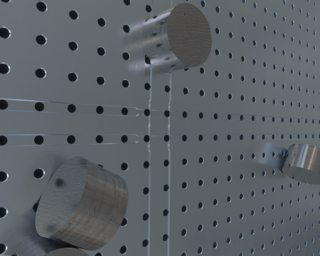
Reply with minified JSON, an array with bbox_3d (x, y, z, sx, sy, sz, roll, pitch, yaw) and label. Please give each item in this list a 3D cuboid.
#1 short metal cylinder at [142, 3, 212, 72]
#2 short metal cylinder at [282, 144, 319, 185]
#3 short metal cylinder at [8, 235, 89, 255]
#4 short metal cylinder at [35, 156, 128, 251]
[{"bbox_3d":[0.023,-0.118,0.411,0.081,0.050,0.079,0,90,-40],"label":"short metal cylinder"},{"bbox_3d":[0.292,0.073,0.617,0.080,0.080,0.050,39,66,-33],"label":"short metal cylinder"},{"bbox_3d":[-0.109,0.150,0.302,0.081,0.050,0.079,0,90,-40],"label":"short metal cylinder"},{"bbox_3d":[-0.078,0.075,0.308,0.050,0.080,0.080,36,68,-34],"label":"short metal cylinder"}]
